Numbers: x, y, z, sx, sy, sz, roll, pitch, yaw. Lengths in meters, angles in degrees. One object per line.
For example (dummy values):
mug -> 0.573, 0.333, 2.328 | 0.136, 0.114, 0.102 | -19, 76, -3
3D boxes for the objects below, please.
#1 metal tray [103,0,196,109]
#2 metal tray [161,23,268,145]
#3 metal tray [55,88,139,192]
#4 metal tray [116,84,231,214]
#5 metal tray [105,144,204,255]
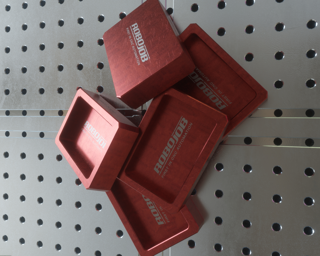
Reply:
metal tray -> -0.019, -0.096, 0.384 | 0.090, 0.030, 0.130 | -32, 50, 16
metal tray -> 0.057, -0.054, 0.389 | 0.090, 0.030, 0.130 | -45, 77, 14
metal tray -> -0.088, 0.011, 0.407 | 0.130, 0.030, 0.090 | 37, 103, 47
metal tray -> 0.014, 0.024, 0.372 | 0.090, 0.030, 0.129 | 30, 99, 17
metal tray -> -0.014, 0.095, 0.414 | 0.090, 0.030, 0.130 | -34, 79, 16
